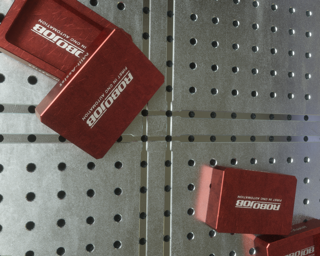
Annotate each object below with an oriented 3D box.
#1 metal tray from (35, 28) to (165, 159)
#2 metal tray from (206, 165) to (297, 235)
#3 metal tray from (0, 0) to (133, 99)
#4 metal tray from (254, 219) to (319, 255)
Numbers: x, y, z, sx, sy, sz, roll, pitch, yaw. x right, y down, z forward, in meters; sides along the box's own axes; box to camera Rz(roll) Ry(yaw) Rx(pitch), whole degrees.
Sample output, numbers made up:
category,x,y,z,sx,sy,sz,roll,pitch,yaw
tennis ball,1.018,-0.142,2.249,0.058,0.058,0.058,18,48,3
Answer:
category,x,y,z,sx,sy,sz,roll,pitch,yaw
metal tray,-0.066,-0.039,0.362,0.130,0.030,0.090,-52,126,-6
metal tray,0.138,0.108,0.460,0.131,0.030,0.090,9,87,-20
metal tray,-0.109,-0.101,0.364,0.131,0.030,0.090,29,81,-22
metal tray,0.216,0.205,0.489,0.131,0.030,0.090,-8,93,-20
